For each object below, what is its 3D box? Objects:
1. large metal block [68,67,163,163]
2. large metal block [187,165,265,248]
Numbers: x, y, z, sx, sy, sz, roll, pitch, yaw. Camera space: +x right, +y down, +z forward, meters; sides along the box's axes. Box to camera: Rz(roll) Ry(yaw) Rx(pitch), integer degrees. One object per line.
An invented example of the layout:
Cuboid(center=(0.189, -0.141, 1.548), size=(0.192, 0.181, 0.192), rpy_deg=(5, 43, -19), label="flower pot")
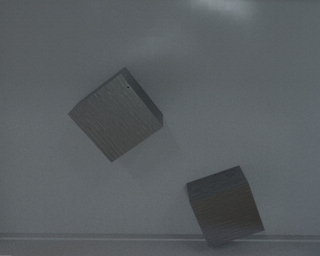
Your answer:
Cuboid(center=(-0.052, -0.017, 0.391), size=(0.080, 0.050, 0.080), rpy_deg=(-35, 107, 12), label="large metal block")
Cuboid(center=(0.091, 0.111, 0.439), size=(0.080, 0.050, 0.080), rpy_deg=(-20, 109, 7), label="large metal block")
